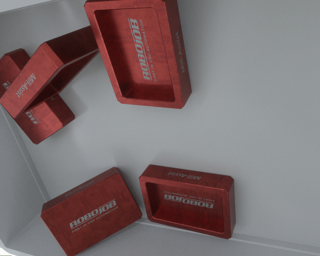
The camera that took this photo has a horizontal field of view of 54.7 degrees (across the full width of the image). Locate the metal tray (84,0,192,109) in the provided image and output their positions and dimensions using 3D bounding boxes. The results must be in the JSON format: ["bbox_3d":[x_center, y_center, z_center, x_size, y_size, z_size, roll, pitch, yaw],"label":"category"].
[{"bbox_3d":[-0.020,-0.084,0.344,0.090,0.030,0.129,7,134,24],"label":"metal tray"}]

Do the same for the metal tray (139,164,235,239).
[{"bbox_3d":[0.040,0.105,0.448,0.130,0.030,0.089,5,121,25],"label":"metal tray"}]

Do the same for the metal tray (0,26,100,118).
[{"bbox_3d":[-0.137,-0.070,0.393,0.130,0.090,0.030,-32,100,38],"label":"metal tray"}]

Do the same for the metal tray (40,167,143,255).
[{"bbox_3d":[-0.105,0.131,0.487,0.131,0.030,0.090,-28,109,-9],"label":"metal tray"}]

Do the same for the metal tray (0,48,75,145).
[{"bbox_3d":[-0.204,-0.045,0.483,0.090,0.030,0.130,-27,104,37],"label":"metal tray"}]
